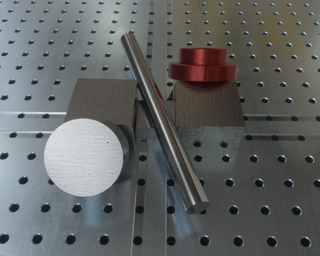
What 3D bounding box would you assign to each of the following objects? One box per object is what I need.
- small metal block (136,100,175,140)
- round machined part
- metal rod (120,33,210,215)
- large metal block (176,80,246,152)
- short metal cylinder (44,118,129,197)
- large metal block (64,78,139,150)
[{"bbox_3d":[-0.005,-0.011,0.417,0.050,0.025,0.050,1,50,0],"label":"small metal block"},{"bbox_3d":[0.061,-0.093,0.443,0.099,0.042,0.098,1,15,0],"label":"round machined part"},{"bbox_3d":[-0.006,-0.030,0.399,0.025,0.025,0.300,-13,51,-11],"label":"metal rod"},{"bbox_3d":[0.061,-0.017,0.406,0.081,0.050,0.080,1,50,0],"label":"large metal block"},{"bbox_3d":[-0.077,0.029,0.339,0.080,0.050,0.079,0,93,1],"label":"short metal cylinder"},{"bbox_3d":[-0.072,-0.019,0.408,0.080,0.050,0.080,2,50,1],"label":"large metal block"}]
